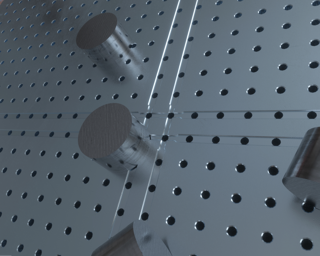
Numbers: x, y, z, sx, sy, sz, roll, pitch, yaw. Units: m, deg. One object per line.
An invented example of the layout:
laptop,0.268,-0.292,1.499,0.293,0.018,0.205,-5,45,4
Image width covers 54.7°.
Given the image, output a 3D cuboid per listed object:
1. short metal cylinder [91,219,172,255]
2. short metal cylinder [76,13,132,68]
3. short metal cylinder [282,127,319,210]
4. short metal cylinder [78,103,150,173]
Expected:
short metal cylinder,-0.021,0.137,0.299,0.050,0.080,0.080,-37,51,3
short metal cylinder,-0.095,-0.150,0.532,0.080,0.050,0.080,-13,56,20
short metal cylinder,0.155,0.042,0.266,0.080,0.080,0.050,23,74,36
short metal cylinder,-0.061,0.013,0.414,0.080,0.050,0.080,-13,56,20
